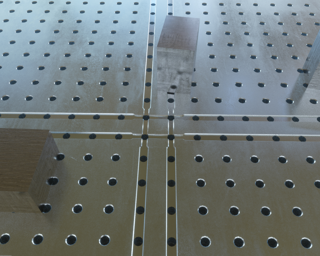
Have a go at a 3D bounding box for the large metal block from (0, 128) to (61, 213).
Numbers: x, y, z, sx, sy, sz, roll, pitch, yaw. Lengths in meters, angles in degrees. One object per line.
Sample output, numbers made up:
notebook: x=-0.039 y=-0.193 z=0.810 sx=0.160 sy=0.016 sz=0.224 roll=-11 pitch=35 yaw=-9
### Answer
large metal block: x=-0.169 y=0.047 z=0.351 sx=0.080 sy=0.050 sz=0.080 roll=2 pitch=50 yaw=1

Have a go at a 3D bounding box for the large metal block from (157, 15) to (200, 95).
large metal block: x=0.028 y=-0.109 z=0.464 sx=0.050 sy=0.080 sz=0.080 roll=7 pitch=51 yaw=6

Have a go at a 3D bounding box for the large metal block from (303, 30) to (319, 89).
large metal block: x=0.269 y=-0.101 z=0.458 sx=0.080 sy=0.080 sz=0.050 roll=7 pitch=51 yaw=6
